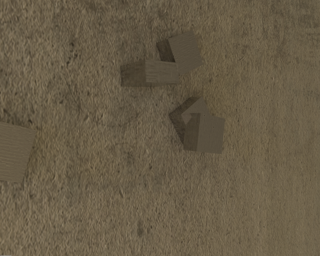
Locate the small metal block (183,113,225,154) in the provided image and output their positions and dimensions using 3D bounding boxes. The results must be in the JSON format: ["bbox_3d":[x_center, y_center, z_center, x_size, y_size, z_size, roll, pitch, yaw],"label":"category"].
[{"bbox_3d":[0.061,0.008,0.423,0.050,0.025,0.050,10,84,-40],"label":"small metal block"}]

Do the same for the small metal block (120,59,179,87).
[{"bbox_3d":[-0.013,-0.065,0.377,0.050,0.050,0.025,-5,93,-40],"label":"small metal block"}]

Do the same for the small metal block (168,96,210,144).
[{"bbox_3d":[0.046,-0.011,0.443,0.050,0.025,0.050,-41,115,-32],"label":"small metal block"}]

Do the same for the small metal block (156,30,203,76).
[{"bbox_3d":[0.028,-0.102,0.427,0.050,0.025,0.050,-31,110,-36],"label":"small metal block"}]

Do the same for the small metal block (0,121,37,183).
[{"bbox_3d":[-0.148,0.020,0.281,0.050,0.025,0.050,19,78,-38],"label":"small metal block"}]
